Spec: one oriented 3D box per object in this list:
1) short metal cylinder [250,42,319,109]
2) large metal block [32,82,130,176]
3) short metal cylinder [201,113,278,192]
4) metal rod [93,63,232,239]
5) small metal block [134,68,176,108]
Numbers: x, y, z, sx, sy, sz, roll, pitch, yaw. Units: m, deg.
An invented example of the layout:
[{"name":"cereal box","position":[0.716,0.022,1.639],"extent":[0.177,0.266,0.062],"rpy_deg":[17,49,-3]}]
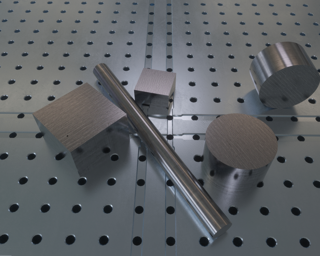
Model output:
[{"name":"short metal cylinder","position":[0.173,-0.073,0.435],"extent":[0.081,0.080,0.050],"rpy_deg":[-3,50,-3]},{"name":"large metal block","position":[-0.097,-0.001,0.392],"extent":[0.080,0.050,0.080],"rpy_deg":[-37,59,-27]},{"name":"short metal cylinder","position":[0.092,0.029,0.368],"extent":[0.081,0.050,0.080],"rpy_deg":[0,50,0]},{"name":"metal rod","position":[-0.014,0.008,0.400],"extent":[0.025,0.025,0.300],"rpy_deg":[-25,55,-20]},{"name":"small metal block","position":[-0.006,-0.060,0.458],"extent":[0.050,0.025,0.050],"rpy_deg":[11,51,9]}]
